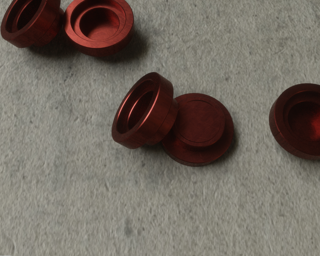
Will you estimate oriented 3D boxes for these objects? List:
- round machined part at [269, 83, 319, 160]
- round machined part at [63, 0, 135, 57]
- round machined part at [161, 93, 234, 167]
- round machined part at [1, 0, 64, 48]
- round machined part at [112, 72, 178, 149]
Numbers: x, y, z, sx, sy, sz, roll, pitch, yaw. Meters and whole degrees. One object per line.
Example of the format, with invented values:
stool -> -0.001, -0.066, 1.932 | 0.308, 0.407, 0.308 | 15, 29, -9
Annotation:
round machined part -> 0.191, -0.006, 0.404 | 0.099, 0.042, 0.098 | 0, 70, -1
round machined part -> -0.086, -0.145, 0.450 | 0.099, 0.042, 0.098 | 1, 70, -1
round machined part -> 0.047, -0.002, 0.400 | 0.099, 0.042, 0.098 | 0, 70, -1
round machined part -> -0.175, -0.155, 0.438 | 0.098, 0.042, 0.098 | -14, 62, 28
round machined part -> -0.015, -0.017, 0.386 | 0.042, 0.098, 0.098 | 31, 69, -27
